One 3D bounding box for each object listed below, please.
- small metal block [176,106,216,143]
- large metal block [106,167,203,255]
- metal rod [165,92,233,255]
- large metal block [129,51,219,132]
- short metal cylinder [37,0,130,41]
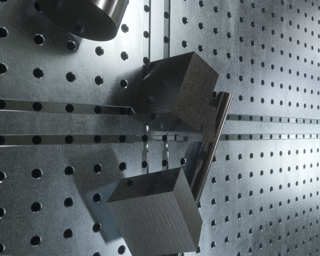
[{"bbox_3d":[0.051,-0.006,0.438,0.025,0.050,0.050,5,87,-40],"label":"small metal block"},{"bbox_3d":[-0.003,0.099,0.363,0.050,0.080,0.080,-59,131,-63],"label":"large metal block"},{"bbox_3d":[0.054,0.081,0.456,0.025,0.025,0.299,34,69,-35],"label":"metal rod"},{"bbox_3d":[0.017,-0.042,0.389,0.050,0.080,0.080,33,69,-36],"label":"large metal block"},{"bbox_3d":[-0.074,-0.132,0.312,0.080,0.080,0.050,27,73,-37],"label":"short metal cylinder"}]
